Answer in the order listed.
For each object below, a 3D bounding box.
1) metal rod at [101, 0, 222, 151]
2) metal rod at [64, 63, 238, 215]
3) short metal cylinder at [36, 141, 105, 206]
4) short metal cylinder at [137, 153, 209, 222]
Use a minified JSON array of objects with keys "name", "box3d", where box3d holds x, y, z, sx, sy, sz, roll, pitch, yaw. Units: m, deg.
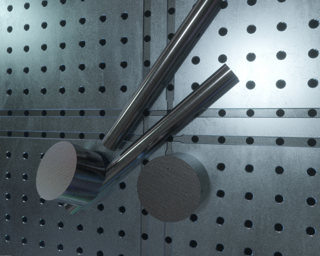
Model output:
[{"name":"metal rod","box3d":[0.014,-0.093,0.407,0.025,0.025,0.299,39,102,15]},{"name":"metal rod","box3d":[-0.021,0.024,0.420,0.299,0.025,0.025,-41,77,15]},{"name":"short metal cylinder","box3d":[-0.123,0.063,0.427,0.080,0.050,0.080,-16,61,31]},{"name":"short metal cylinder","box3d":[0.018,0.073,0.393,0.080,0.050,0.080,0,90,20]}]
